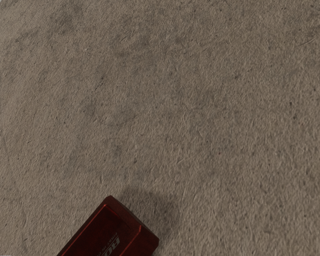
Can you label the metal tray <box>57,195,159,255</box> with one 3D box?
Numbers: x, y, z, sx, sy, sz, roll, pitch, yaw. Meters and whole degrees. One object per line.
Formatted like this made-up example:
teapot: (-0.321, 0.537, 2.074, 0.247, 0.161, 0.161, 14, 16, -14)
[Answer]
metal tray: (-0.070, 0.143, 0.321, 0.130, 0.030, 0.090, -50, 29, -13)
